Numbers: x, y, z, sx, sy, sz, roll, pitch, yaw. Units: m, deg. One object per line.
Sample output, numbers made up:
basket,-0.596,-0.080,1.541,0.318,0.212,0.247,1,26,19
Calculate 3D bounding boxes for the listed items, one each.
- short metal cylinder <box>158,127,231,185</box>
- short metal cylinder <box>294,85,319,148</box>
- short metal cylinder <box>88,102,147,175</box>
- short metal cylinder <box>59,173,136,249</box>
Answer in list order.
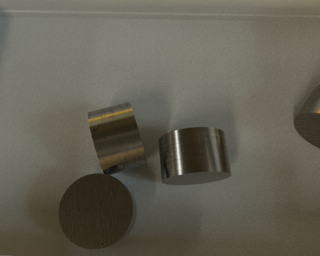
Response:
short metal cylinder,0.040,0.036,0.368,0.081,0.080,0.050,-4,70,-2
short metal cylinder,0.218,-0.011,0.387,0.080,0.080,0.050,35,74,11
short metal cylinder,-0.051,0.013,0.375,0.050,0.080,0.080,-16,71,-6
short metal cylinder,-0.069,0.096,0.359,0.081,0.050,0.080,0,72,0
